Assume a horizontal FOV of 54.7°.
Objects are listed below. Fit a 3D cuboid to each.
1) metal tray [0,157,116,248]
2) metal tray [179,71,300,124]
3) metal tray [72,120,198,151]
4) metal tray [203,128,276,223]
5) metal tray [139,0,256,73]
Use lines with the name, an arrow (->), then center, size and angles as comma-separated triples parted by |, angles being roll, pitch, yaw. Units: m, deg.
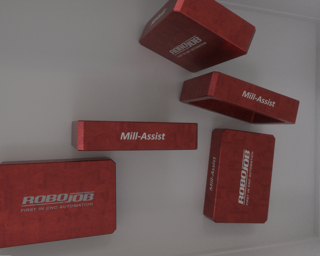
metal tray -> -0.119, 0.083, 0.364 | 0.131, 0.030, 0.089 | -1, 90, -20
metal tray -> 0.103, -0.035, 0.413 | 0.131, 0.090, 0.030 | 15, 85, -20
metal tray -> -0.033, 0.008, 0.363 | 0.131, 0.090, 0.030 | 1, 90, -20
metal tray -> 0.116, 0.070, 0.451 | 0.091, 0.030, 0.129 | 7, 88, -20
metal tray -> 0.037, -0.108, 0.368 | 0.090, 0.130, 0.030 | 25, 82, -19
